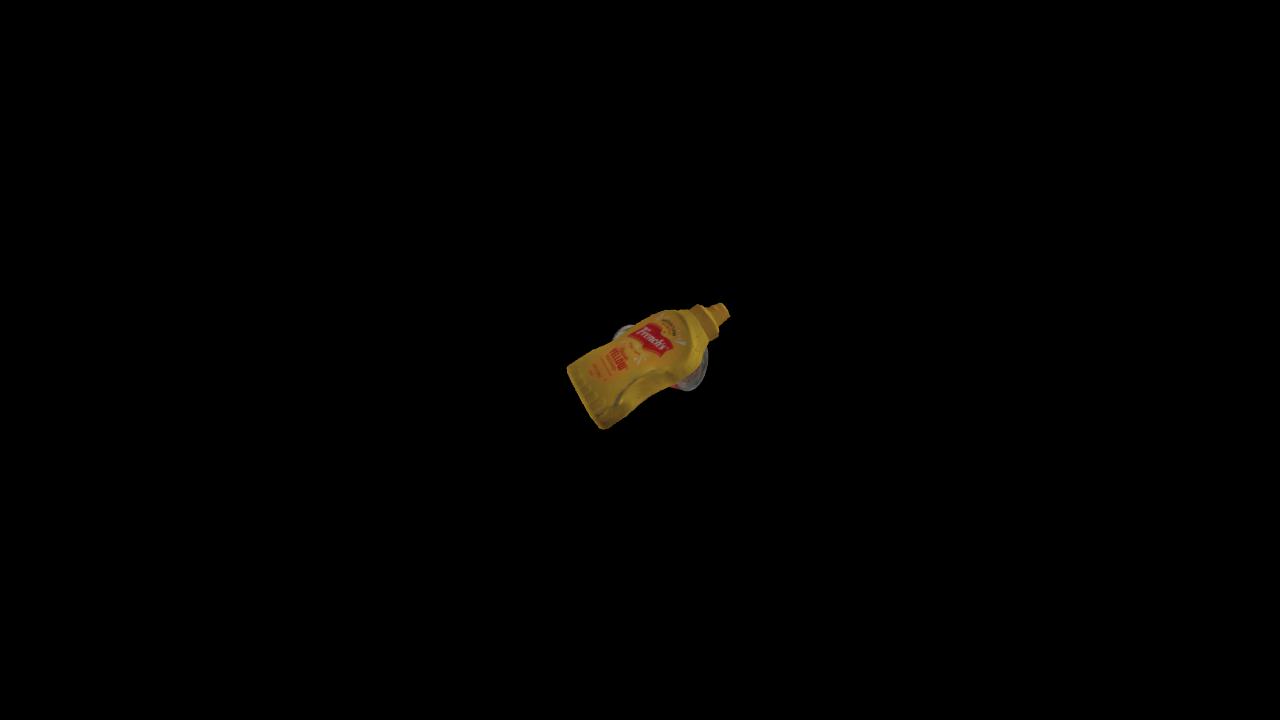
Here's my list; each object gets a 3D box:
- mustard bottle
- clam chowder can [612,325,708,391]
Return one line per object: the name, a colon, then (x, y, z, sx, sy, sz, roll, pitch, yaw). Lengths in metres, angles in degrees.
mustard bottle: (0.016, -0.007, 0.660, 0.184, 0.054, 0.092, -32, 40, -2)
clam chowder can: (0.021, -0.004, 0.735, 0.102, 0.068, 0.068, 11, 7, 39)
